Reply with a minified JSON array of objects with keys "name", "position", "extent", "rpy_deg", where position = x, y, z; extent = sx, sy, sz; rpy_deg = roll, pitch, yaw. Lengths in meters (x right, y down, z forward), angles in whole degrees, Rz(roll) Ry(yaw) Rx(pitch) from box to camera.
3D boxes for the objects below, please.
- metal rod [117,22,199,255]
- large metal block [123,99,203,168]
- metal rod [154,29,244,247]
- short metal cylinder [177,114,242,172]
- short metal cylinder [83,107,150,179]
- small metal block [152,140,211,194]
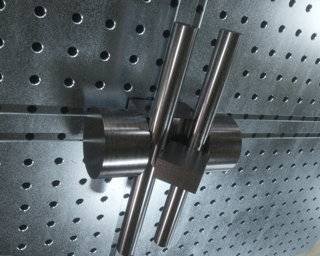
[{"name":"metal rod","position":[-0.010,0.032,0.357],"extent":[0.025,0.025,0.298],"rpy_deg":[1,118,-29]},{"name":"large metal block","position":[-0.001,0.012,0.397],"extent":[0.081,0.050,0.079],"rpy_deg":[1,118,-29]},{"name":"metal rod","position":[0.039,0.031,0.383],"extent":[0.025,0.025,0.298],"rpy_deg":[1,118,-29]},{"name":"short metal cylinder","position":[0.063,0.020,0.418],"extent":[0.050,0.080,0.079],"rpy_deg":[1,118,-28]},{"name":"short metal cylinder","position":[-0.052,0.017,0.353],"extent":[0.050,0.080,0.079],"rpy_deg":[1,118,-29]},{"name":"small metal block","position":[0.025,0.042,0.349],"extent":[0.050,0.050,0.025],"rpy_deg":[20,115,11]}]
